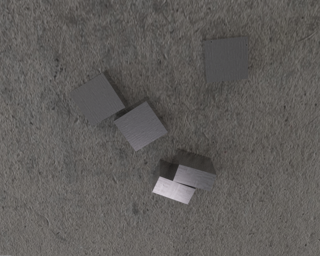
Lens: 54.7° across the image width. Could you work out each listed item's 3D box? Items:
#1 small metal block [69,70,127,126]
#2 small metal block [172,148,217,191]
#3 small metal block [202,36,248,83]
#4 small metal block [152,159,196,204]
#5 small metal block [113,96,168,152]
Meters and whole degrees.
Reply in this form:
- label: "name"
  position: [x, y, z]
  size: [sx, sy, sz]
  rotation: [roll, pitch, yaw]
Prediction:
- label: "small metal block"
  position: [-0.078, -0.038, 0.395]
  size: [0.050, 0.025, 0.050]
  rotation: [-29, 108, 10]
- label: "small metal block"
  position: [0.044, 0.055, 0.417]
  size: [0.050, 0.050, 0.025]
  rotation: [16, 109, -6]
- label: "small metal block"
  position: [0.079, -0.085, 0.379]
  size: [0.050, 0.025, 0.050]
  rotation: [-6, 110, 2]
- label: "small metal block"
  position: [0.018, 0.072, 0.423]
  size: [0.050, 0.050, 0.025]
  rotation: [21, 109, -8]
- label: "small metal block"
  position: [-0.024, -0.006, 0.407]
  size: [0.050, 0.025, 0.050]
  rotation: [-31, 107, 11]
